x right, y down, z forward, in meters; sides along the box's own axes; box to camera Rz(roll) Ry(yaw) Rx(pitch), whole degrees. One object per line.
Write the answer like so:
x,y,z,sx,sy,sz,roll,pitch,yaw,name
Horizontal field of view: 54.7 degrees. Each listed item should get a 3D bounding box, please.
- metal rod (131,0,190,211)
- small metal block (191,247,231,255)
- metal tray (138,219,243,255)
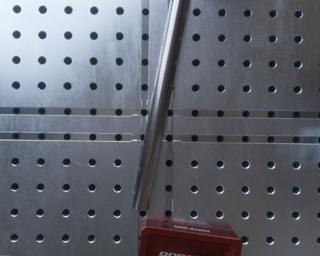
0.002,-0.040,0.413,0.025,0.025,0.298,11,90,0,metal rod
0.064,0.188,0.401,0.050,0.025,0.050,9,90,0,small metal block
0.035,0.178,0.411,0.131,0.030,0.089,8,90,0,metal tray
